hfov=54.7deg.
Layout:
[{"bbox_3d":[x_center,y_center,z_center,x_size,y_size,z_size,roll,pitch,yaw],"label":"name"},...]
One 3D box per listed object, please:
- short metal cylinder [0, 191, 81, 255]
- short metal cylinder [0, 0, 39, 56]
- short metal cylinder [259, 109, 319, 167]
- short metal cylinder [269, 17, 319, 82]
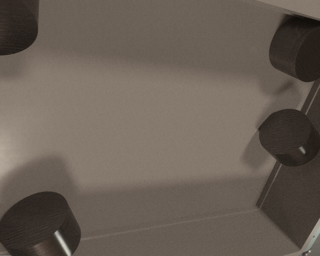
[{"bbox_3d":[-0.142,0.124,0.373,0.081,0.080,0.050,-22,127,-16],"label":"short metal cylinder"},{"bbox_3d":[-0.134,-0.099,0.233,0.081,0.050,0.080,-7,157,-2],"label":"short metal cylinder"},{"bbox_3d":[0.209,0.016,0.500,0.080,0.080,0.050,-49,129,6],"label":"short metal cylinder"},{"bbox_3d":[0.204,-0.111,0.438,0.081,0.050,0.079,-14,125,-21],"label":"short metal cylinder"}]
